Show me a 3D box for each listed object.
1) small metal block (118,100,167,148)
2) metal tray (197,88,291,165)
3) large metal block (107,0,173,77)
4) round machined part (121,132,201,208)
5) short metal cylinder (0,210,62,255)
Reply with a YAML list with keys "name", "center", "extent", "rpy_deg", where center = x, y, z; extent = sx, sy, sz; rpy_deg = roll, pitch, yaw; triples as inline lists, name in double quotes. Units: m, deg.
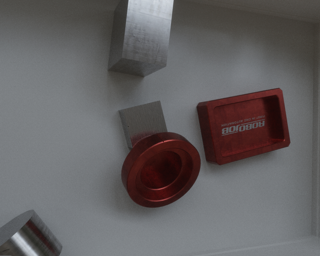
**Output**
- name: "small metal block"
  center: [-0.021, -0.005, 0.404]
  extent: [0.050, 0.025, 0.050]
  rpy_deg: [-15, 95, -20]
- name: "metal tray"
  center: [0.125, -0.004, 0.455]
  extent: [0.131, 0.030, 0.089]
  rpy_deg: [-12, 94, -20]
- name: "large metal block"
  center: [-0.026, -0.111, 0.372]
  extent: [0.050, 0.080, 0.080]
  rpy_deg: [7, 88, -20]
- name: "round machined part"
  center: [-0.002, 0.048, 0.389]
  extent: [0.099, 0.042, 0.097]
  rpy_deg: [-13, 121, -21]
- name: "short metal cylinder"
  center: [-0.152, 0.133, 0.325]
  extent: [0.080, 0.080, 0.050]
  rpy_deg: [-36, 102, -17]
